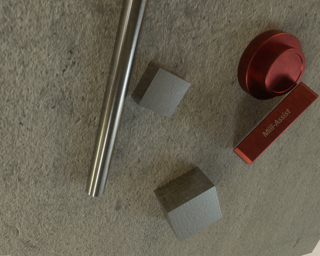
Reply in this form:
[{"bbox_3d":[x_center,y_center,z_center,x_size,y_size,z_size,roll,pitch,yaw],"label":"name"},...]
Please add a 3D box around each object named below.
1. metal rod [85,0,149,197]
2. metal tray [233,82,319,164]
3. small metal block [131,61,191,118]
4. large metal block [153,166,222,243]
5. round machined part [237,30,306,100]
[{"bbox_3d":[-0.048,-0.048,0.351,0.025,0.025,0.298,2,118,-30],"label":"metal rod"},{"bbox_3d":[0.165,-0.003,0.460,0.130,0.030,0.090,-46,168,4],"label":"metal tray"},{"bbox_3d":[0.001,-0.046,0.379,0.050,0.025,0.050,20,107,-36],"label":"small metal block"},{"bbox_3d":[0.046,0.121,0.491,0.080,0.050,0.080,-27,128,-11],"label":"large metal block"},{"bbox_3d":[0.161,-0.083,0.433,0.099,0.042,0.097,-14,124,-21],"label":"round machined part"}]
